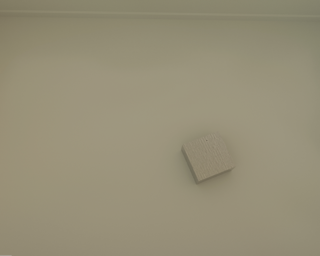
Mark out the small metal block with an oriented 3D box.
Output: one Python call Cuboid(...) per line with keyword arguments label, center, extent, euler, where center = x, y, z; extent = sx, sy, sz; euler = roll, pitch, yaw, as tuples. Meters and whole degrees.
Cuboid(label="small metal block", center=(0.061, 0.038, 0.396), extent=(0.050, 0.025, 0.050), euler=(-20, 72, -8))
